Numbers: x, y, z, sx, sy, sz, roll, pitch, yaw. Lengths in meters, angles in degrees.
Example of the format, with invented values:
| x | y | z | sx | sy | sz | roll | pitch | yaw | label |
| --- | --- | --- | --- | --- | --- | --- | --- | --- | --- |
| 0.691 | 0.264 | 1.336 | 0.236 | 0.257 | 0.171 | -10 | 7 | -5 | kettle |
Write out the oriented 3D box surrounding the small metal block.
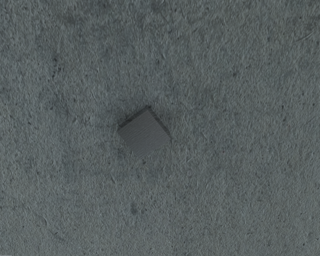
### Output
| x | y | z | sx | sy | sz | roll | pitch | yaw | label |
| --- | --- | --- | --- | --- | --- | --- | --- | --- | --- |
| -0.021 | 0.005 | 0.413 | 0.050 | 0.025 | 0.050 | -35 | 107 | 11 | small metal block |
